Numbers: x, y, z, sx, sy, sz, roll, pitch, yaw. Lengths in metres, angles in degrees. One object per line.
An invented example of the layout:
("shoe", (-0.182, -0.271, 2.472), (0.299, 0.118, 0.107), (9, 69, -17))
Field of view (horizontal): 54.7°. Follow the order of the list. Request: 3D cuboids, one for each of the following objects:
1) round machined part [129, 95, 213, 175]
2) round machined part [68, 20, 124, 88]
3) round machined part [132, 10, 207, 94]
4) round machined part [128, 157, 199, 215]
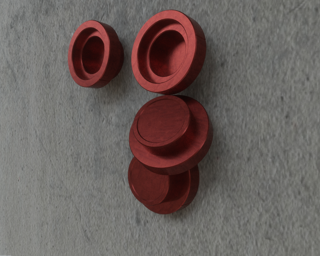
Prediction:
("round machined part", (0.008, 0.001, 0.356), (0.098, 0.042, 0.098), (-11, 56, 18))
("round machined part", (-0.093, -0.108, 0.468), (0.098, 0.042, 0.097), (0, 90, 39))
("round machined part", (0.015, -0.088, 0.377), (0.098, 0.042, 0.097), (-4, 83, 39))
("round machined part", (-0.003, 0.061, 0.394), (0.098, 0.042, 0.097), (0, 90, 39))
